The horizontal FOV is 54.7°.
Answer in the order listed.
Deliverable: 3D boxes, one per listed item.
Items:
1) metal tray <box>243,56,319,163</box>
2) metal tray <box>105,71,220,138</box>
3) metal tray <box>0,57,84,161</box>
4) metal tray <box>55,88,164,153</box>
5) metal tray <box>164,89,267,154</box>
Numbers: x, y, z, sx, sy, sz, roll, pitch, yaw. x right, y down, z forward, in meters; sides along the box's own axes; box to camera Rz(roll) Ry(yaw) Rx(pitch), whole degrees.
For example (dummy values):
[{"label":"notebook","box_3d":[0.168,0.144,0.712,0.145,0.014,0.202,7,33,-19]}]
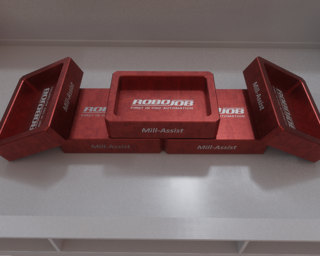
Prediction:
[{"label":"metal tray","box_3d":[0.161,-0.027,0.398,0.091,0.030,0.130,19,46,-21]},{"label":"metal tray","box_3d":[0.003,-0.031,0.387,0.131,0.030,0.090,0,49,0]},{"label":"metal tray","box_3d":[-0.154,-0.027,0.399,0.090,0.030,0.130,-16,47,19]},{"label":"metal tray","box_3d":[-0.061,-0.011,0.410,0.131,0.030,0.090,0,50,0]},{"label":"metal tray","box_3d":[0.070,-0.011,0.410,0.131,0.030,0.090,0,50,0]}]
